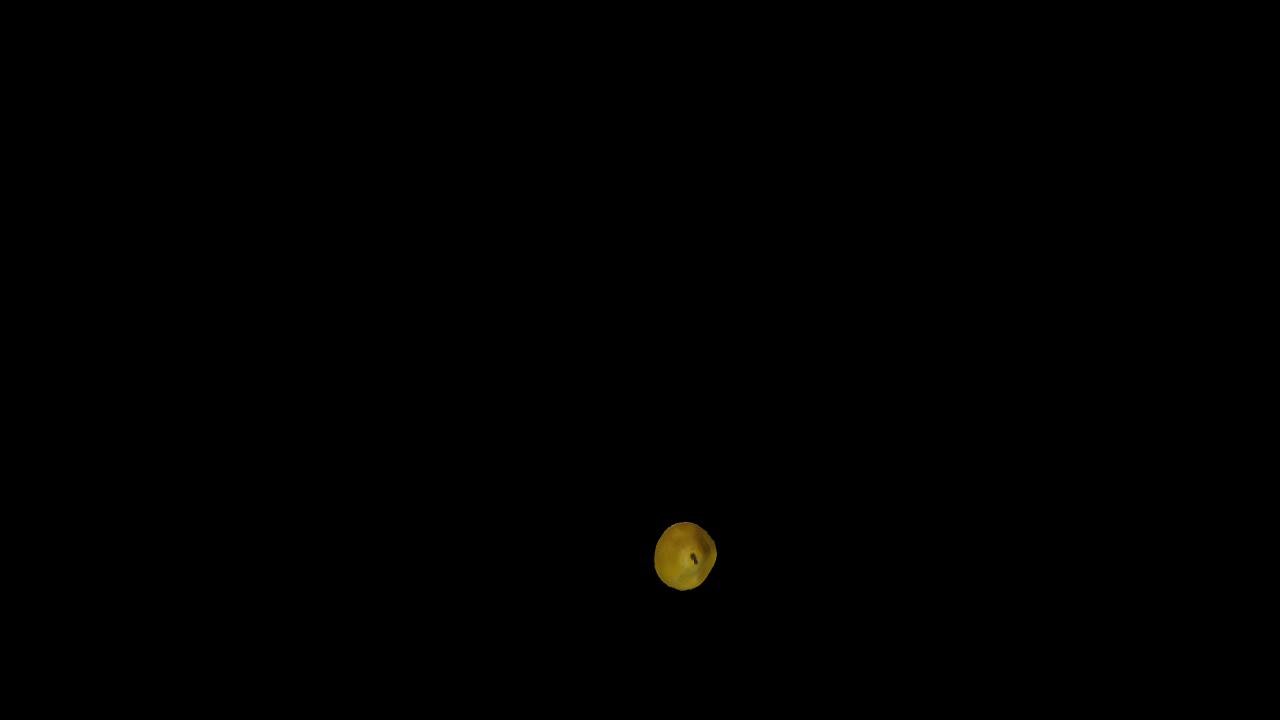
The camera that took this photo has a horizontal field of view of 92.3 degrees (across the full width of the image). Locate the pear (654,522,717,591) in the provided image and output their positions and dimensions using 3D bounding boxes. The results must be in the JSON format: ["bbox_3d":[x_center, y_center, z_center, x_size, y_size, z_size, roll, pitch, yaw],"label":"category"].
[{"bbox_3d":[0.057,0.229,0.732,0.080,0.080,0.111,0,-27,-9],"label":"pear"}]
